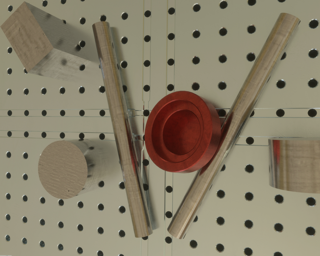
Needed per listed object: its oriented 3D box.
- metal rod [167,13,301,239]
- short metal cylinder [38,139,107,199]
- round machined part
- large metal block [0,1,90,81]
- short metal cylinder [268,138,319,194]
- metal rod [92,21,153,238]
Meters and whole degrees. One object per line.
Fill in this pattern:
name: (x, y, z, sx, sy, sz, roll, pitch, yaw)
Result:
metal rod: (0.086, 0.005, 0.382, 0.025, 0.025, 0.298, 29, 99, 17)
short metal cylinder: (-0.124, 0.056, 0.443, 0.080, 0.050, 0.080, 0, 90, 20)
round machined part: (0.031, 0.007, 0.381, 0.098, 0.042, 0.098, -10, 73, 37)
large metal block: (-0.160, -0.119, 0.440, 0.050, 0.080, 0.080, -37, 78, 16)
short metal cylinder: (0.157, 0.036, 0.328, 0.080, 0.080, 0.050, -1, 90, 20)
metal rod: (-0.053, -0.001, 0.431, 0.025, 0.025, 0.298, -14, 85, 19)
